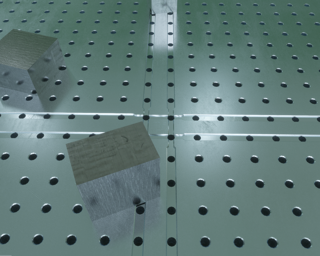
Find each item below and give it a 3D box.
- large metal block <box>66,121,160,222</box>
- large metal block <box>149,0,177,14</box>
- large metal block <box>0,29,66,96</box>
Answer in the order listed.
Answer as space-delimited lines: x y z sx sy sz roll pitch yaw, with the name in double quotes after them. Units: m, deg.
-0.046 0.048 0.332 0.081 0.080 0.050 -17 52 -14 "large metal block"
0.002 -0.284 0.611 0.050 0.080 0.080 -7 51 -6 "large metal block"
-0.207 -0.102 0.477 0.080 0.050 0.080 15 52 12 "large metal block"
